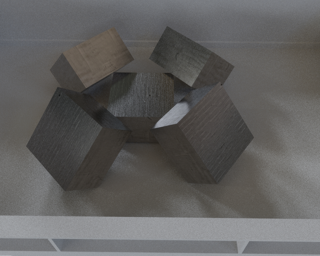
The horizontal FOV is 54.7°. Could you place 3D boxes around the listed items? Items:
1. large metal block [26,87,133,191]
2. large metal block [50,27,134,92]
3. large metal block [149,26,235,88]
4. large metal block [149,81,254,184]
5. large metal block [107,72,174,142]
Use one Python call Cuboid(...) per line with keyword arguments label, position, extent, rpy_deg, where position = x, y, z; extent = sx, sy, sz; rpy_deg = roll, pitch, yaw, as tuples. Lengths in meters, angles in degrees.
Cuboid(label="large metal block", position=(-0.092, 0.012, 0.349), extent=(0.080, 0.050, 0.080), rpy_deg=(39, 104, 27))
Cuboid(label="large metal block", position=(-0.096, -0.087, 0.429), extent=(0.080, 0.080, 0.050), rpy_deg=(-38, 103, -28))
Cuboid(label="large metal block", position=(0.046, -0.092, 0.438), extent=(0.080, 0.050, 0.080), rpy_deg=(39, 17, 28))
Cuboid(label="large metal block", position=(0.049, 0.006, 0.353), extent=(0.080, 0.050, 0.080), rpy_deg=(-44, 108, -31))
Cuboid(label="large metal block", position=(-0.023, -0.028, 0.409), extent=(0.080, 0.050, 0.080), rpy_deg=(1, 50, 0))
